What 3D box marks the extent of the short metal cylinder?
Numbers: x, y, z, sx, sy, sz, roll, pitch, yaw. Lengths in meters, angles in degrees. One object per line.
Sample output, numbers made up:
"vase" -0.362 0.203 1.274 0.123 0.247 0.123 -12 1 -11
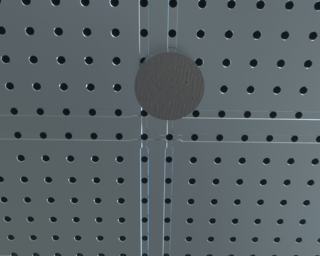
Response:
"short metal cylinder" 0.011 -0.055 0.380 0.080 0.050 0.079 0 110 0
